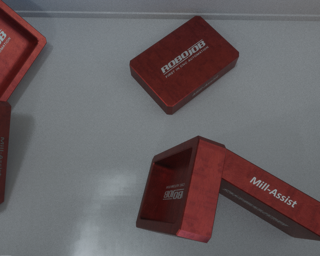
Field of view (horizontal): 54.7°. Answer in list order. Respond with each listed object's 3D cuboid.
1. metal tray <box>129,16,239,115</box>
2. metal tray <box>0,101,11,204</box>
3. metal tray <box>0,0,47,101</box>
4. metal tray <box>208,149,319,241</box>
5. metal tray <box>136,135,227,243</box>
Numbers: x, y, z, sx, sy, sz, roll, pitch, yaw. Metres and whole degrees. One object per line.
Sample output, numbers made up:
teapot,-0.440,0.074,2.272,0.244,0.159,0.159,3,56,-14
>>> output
metal tray,0.034,-0.091,0.440,0.130,0.030,0.090,-38,74,-13
metal tray,-0.233,0.028,0.368,0.091,0.030,0.129,7,95,2
metal tray,-0.224,-0.096,0.409,0.030,0.090,0.130,7,64,44
metal tray,0.113,0.076,0.347,0.130,0.090,0.030,30,76,10
metal tray,0.017,0.066,0.328,0.030,0.130,0.090,20,70,-15
